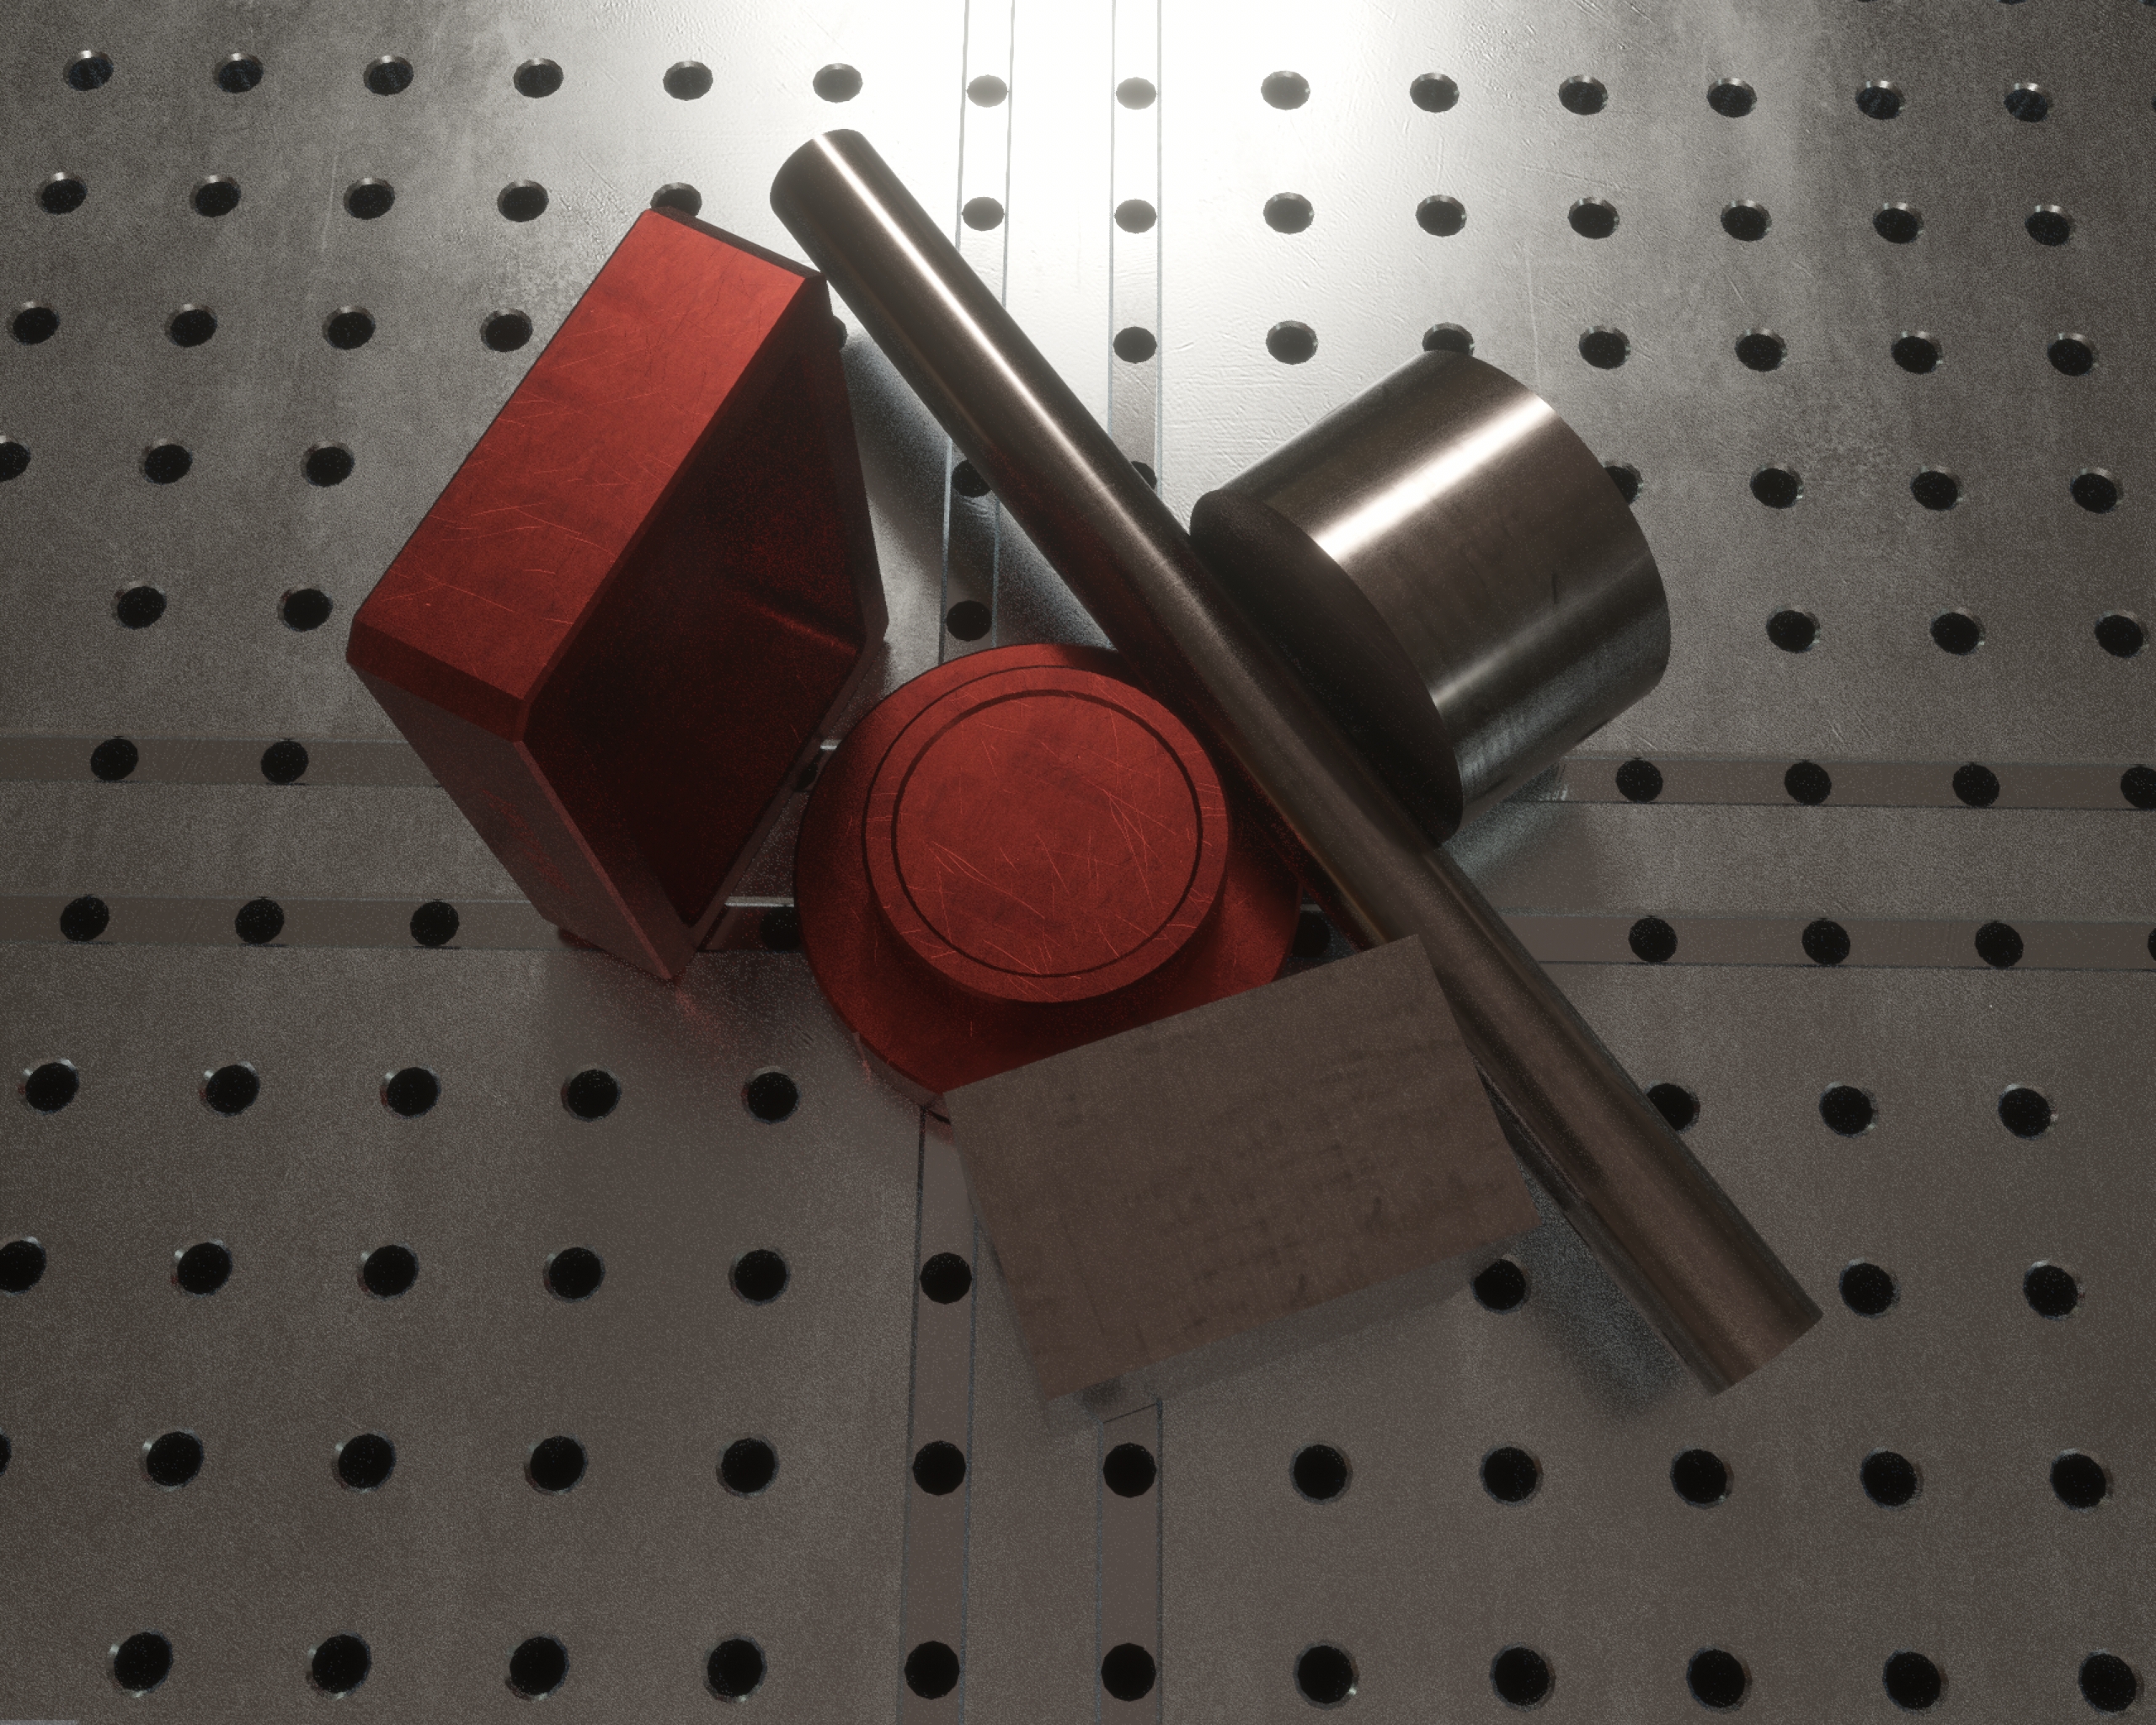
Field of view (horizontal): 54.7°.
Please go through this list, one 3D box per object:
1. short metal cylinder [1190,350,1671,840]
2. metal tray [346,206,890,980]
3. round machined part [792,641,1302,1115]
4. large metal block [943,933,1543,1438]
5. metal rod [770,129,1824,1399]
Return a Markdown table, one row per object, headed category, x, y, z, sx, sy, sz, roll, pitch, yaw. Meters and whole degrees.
| category | x | y | z | sx | sy | sz | roll | pitch | yaw |
| --- | --- | --- | --- | --- | --- | --- | --- | --- | --- |
| short metal cylinder | 0.066 | -0.050 | 0.400 | 0.050 | 0.080 | 0.080 | -35 | 74 | -12 |
| metal tray | -0.073 | -0.040 | 0.370 | 0.030 | 0.130 | 0.090 | 26 | 72 | 9 |
| round machined part | -0.006 | 0.001 | 0.402 | 0.099 | 0.042 | 0.098 | 0 | 70 | -1 |
| large metal block | 0.025 | 0.059 | 0.361 | 0.081 | 0.080 | 0.050 | -18 | 71 | -7 |
| metal rod | 0.032 | -0.030 | 0.401 | 0.025 | 0.025 | 0.299 | -34 | 74 | -12 |
